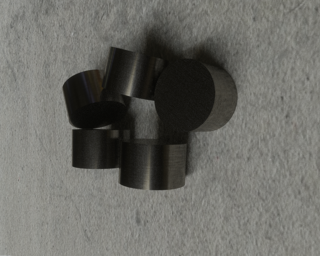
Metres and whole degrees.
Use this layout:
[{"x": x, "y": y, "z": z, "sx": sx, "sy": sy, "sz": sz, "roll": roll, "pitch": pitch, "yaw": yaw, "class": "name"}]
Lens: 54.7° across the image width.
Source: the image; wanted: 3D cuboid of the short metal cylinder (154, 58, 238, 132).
[{"x": 0.040, "y": -0.035, "z": 0.354, "sx": 0.080, "sy": 0.050, "sz": 0.079, "roll": 0, "pitch": 90, "yaw": 39, "class": "short metal cylinder"}]

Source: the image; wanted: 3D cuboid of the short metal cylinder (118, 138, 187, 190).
[{"x": -0.009, "y": 0.041, "z": 0.375, "sx": 0.080, "sy": 0.081, "sz": 0.050, "roll": 4, "pitch": 93, "yaw": 39, "class": "short metal cylinder"}]

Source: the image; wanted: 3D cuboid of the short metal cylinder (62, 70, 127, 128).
[{"x": -0.093, "y": -0.039, "z": 0.441, "sx": 0.080, "sy": 0.081, "sz": 0.050, "roll": -34, "pitch": 64, "yaw": 34, "class": "short metal cylinder"}]

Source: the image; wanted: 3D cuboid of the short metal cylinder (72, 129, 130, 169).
[{"x": -0.082, "y": 0.027, "z": 0.434, "sx": 0.080, "sy": 0.081, "sz": 0.050, "roll": 1, "pitch": 91, "yaw": 39, "class": "short metal cylinder"}]

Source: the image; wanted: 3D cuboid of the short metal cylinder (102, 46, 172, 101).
[{"x": -0.029, "y": -0.068, "z": 0.391, "sx": 0.080, "sy": 0.081, "sz": 0.050, "roll": 23, "pitch": 105, "yaw": 37, "class": "short metal cylinder"}]
